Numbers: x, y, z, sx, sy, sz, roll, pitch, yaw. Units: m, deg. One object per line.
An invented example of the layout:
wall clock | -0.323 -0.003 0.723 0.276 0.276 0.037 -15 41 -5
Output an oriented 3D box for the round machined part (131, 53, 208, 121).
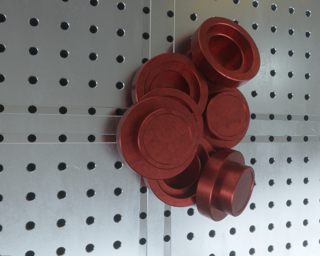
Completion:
round machined part | 0.010 -0.046 0.407 0.099 0.042 0.097 0 90 -20

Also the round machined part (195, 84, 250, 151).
round machined part | 0.086 -0.016 0.434 0.099 0.042 0.097 0 90 -20

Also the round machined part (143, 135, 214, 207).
round machined part | 0.023 0.051 0.412 0.099 0.042 0.097 0 90 -20

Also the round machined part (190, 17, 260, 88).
round machined part | 0.084 -0.097 0.422 0.099 0.042 0.098 10 65 -23

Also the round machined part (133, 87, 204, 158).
round machined part | 0.004 -0.002 0.404 0.099 0.042 0.097 0 90 -20

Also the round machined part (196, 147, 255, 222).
round machined part | 0.092 0.078 0.411 0.099 0.042 0.097 -24 121 -46

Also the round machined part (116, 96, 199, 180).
round machined part | 0.002 0.012 0.359 0.099 0.042 0.097 0 90 -20
